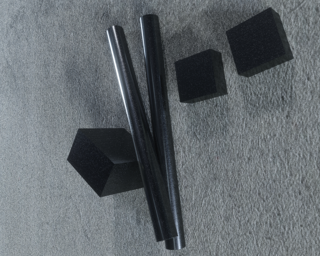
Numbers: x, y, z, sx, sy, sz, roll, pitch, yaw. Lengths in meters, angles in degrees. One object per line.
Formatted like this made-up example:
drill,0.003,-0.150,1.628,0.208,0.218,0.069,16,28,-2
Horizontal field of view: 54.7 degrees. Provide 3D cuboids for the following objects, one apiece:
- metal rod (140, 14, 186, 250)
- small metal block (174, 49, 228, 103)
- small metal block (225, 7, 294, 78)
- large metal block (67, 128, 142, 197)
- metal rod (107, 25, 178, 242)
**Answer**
metal rod,0.002,0.001,0.400,0.025,0.025,0.298,-11,83,39
small metal block,0.048,-0.059,0.364,0.050,0.025,0.050,-13,82,39
small metal block,0.102,-0.086,0.320,0.050,0.025,0.050,-21,77,37
large metal block,-0.064,0.042,0.419,0.080,0.081,0.050,38,113,33
metal rod,-0.029,-0.009,0.402,0.025,0.025,0.299,-32,63,35
